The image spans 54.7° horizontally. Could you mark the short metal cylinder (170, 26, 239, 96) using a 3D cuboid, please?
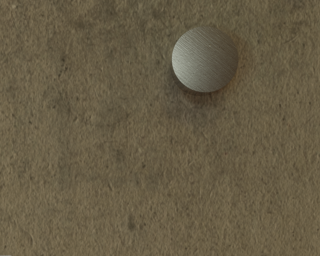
[{"bbox_3d":[0.054,-0.083,0.398,0.081,0.050,0.079,0,90,-1],"label":"short metal cylinder"}]
